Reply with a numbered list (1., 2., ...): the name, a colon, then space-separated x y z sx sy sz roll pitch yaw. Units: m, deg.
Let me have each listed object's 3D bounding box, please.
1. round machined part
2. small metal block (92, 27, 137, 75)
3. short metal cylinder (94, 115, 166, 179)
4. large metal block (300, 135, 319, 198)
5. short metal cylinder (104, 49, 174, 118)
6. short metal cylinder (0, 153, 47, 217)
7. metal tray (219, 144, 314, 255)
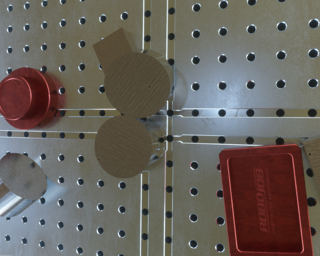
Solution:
1. round machined part: -0.211 -0.046 0.478 0.098 0.042 0.097 0 90 20
2. small metal block: -0.059 -0.103 0.433 0.050 0.025 0.050 -26 82 18
3. short metal cylinder: -0.039 0.024 0.413 0.080 0.050 0.080 0 90 20
4. large metal block: 0.204 0.040 0.327 0.080 0.050 0.080 -19 84 19
5. short metal cylinder: -0.024 -0.058 0.394 0.080 0.050 0.079 2 109 7
6. short metal cylinder: -0.218 0.084 0.460 0.050 0.080 0.080 -37 78 16
7. metal tray: 0.123 0.086 0.366 0.090 0.030 0.129 -6 88 19
